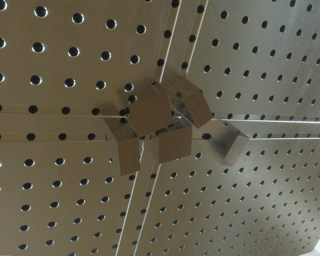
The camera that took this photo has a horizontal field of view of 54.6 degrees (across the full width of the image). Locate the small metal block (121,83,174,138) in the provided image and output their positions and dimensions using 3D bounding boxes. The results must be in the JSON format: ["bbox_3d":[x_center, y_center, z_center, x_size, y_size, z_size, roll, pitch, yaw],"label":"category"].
[{"bbox_3d":[-0.015,-0.022,0.389,0.050,0.025,0.050,-24,127,-14],"label":"small metal block"}]

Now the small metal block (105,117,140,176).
[{"bbox_3d":[-0.046,0.022,0.383,0.025,0.050,0.050,-14,124,-21],"label":"small metal block"}]

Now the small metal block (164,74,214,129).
[{"bbox_3d":[0.037,-0.034,0.393,0.025,0.050,0.050,-37,129,-4],"label":"small metal block"}]

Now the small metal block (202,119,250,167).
[{"bbox_3d":[0.097,0.022,0.460,0.025,0.050,0.050,13,112,-34],"label":"small metal block"}]

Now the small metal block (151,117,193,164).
[{"bbox_3d":[0.016,0.017,0.430,0.050,0.025,0.050,-14,124,-21],"label":"small metal block"}]
